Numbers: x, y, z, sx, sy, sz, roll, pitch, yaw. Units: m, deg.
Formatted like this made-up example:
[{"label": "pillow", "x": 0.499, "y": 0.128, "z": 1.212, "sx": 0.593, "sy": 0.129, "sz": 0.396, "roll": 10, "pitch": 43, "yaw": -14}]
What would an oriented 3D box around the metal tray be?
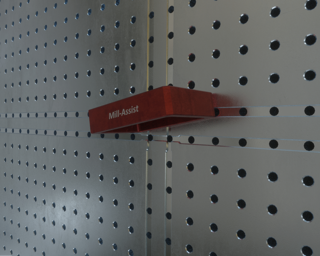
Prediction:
[{"label": "metal tray", "x": -0.012, "y": -0.017, "z": 0.377, "sx": 0.130, "sy": 0.091, "sz": 0.030, "roll": -12, "pitch": 83, "yaw": 39}]
